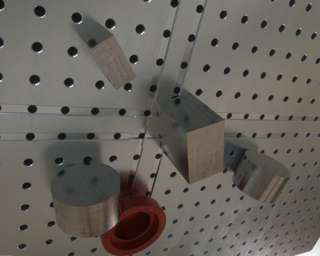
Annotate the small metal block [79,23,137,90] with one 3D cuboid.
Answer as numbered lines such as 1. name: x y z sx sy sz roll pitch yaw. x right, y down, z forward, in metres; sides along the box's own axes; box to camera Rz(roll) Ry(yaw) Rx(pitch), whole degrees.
1. small metal block: -0.054 -0.074 0.320 0.025 0.050 0.050 -34 129 -6

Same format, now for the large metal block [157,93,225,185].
1. large metal block: 0.039 0.012 0.404 0.050 0.080 0.079 -18 126 -18

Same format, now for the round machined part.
1. round machined part: -0.044 0.139 0.463 0.099 0.042 0.097 -14 124 -21

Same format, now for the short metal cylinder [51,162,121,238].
1. short metal cylinder: -0.089 0.086 0.380 0.081 0.080 0.050 -11 123 -23

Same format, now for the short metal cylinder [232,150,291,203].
1. short metal cylinder: 0.168 0.079 0.516 0.081 0.080 0.050 9 114 -32
